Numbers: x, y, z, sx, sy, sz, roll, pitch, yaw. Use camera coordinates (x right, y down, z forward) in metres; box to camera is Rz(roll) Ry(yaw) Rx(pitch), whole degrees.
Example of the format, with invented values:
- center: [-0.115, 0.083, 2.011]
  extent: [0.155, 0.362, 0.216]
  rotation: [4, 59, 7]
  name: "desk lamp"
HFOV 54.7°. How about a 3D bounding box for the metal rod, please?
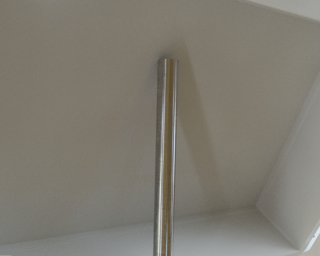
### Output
- center: [0.006, 0.068, 0.381]
  extent: [0.025, 0.025, 0.298]
  rotation: [-1, 95, -28]
  name: "metal rod"
